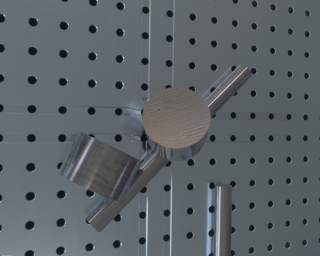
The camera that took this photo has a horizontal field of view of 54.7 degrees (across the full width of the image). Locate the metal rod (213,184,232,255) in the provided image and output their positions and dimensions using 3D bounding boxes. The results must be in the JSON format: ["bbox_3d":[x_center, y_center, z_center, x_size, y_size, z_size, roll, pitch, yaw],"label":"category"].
[{"bbox_3d":[0.088,0.232,0.445,0.025,0.025,0.298,2,90,-20],"label":"metal rod"}]

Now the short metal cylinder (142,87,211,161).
[{"bbox_3d":[0.021,-0.004,0.388,0.080,0.050,0.080,-1,67,3],"label":"short metal cylinder"}]

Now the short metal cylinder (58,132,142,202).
[{"bbox_3d":[-0.068,0.045,0.358,0.080,0.080,0.050,29,80,-18],"label":"short metal cylinder"}]

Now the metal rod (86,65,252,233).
[{"bbox_3d":[0.021,0.018,0.420,0.301,0.025,0.025,-44,104,-15],"label":"metal rod"}]
